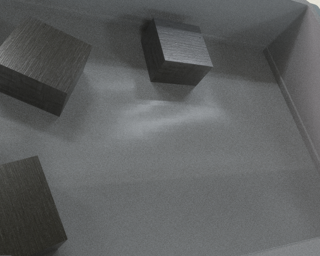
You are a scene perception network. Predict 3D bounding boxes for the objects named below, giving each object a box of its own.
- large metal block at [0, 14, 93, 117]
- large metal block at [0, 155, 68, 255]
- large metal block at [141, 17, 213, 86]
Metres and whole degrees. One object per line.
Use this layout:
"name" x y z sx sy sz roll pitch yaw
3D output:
"large metal block" -0.136 -0.072 0.360 0.080 0.050 0.080 24 53 -14
"large metal block" -0.137 0.079 0.267 0.081 0.050 0.080 -15 70 -34
"large metal block" 0.024 -0.114 0.472 0.081 0.050 0.080 1 61 -28
